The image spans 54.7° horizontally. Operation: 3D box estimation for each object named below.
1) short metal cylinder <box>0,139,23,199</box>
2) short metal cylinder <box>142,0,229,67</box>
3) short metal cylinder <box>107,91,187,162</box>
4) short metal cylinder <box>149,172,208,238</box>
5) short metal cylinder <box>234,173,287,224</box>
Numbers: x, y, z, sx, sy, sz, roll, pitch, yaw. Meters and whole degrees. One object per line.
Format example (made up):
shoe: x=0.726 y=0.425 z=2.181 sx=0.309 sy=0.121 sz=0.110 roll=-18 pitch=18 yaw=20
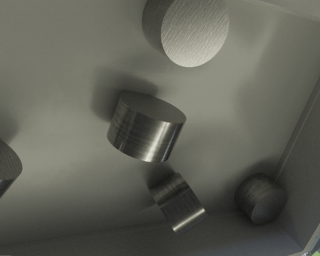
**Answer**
short metal cylinder: x=-0.184 y=0.041 z=0.297 sx=0.080 sy=0.080 sz=0.050 roll=34 pitch=99 yaw=-39
short metal cylinder: x=0.027 y=-0.113 z=0.337 sx=0.081 sy=0.050 sz=0.079 roll=-14 pitch=124 yaw=-21
short metal cylinder: x=-0.016 y=-0.003 z=0.362 sx=0.081 sy=0.080 sz=0.050 roll=9 pitch=114 yaw=-32
short metal cylinder: x=0.026 y=0.112 z=0.456 sx=0.050 sy=0.080 sz=0.080 roll=-32 pitch=129 yaw=-8
short metal cylinder: x=0.186 y=0.130 z=0.574 sx=0.081 sy=0.050 sz=0.079 roll=-14 pitch=124 yaw=-21
